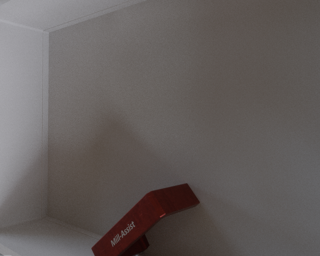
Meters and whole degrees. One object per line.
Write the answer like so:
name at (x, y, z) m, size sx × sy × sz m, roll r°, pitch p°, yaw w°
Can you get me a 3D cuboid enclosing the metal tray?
metal tray at (-0.016, 0.124, 0.394) m, size 0.129 × 0.091 × 0.030 m, roll -48°, pitch 62°, yaw 26°
